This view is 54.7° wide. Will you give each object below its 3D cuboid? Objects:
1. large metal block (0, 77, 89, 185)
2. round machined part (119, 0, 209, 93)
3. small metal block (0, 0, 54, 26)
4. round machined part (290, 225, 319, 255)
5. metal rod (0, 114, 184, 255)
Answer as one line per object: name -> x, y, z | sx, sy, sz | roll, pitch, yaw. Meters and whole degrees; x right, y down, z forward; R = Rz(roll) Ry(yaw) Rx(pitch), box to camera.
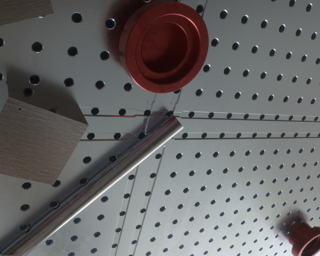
large metal block -> -0.135, 0.005, 0.324 | 0.080, 0.050, 0.080 | 23, 106, -37
round machined part -> 0.001, -0.091, 0.344 | 0.099, 0.042, 0.097 | -14, 124, -21
small metal block -> -0.126, -0.121, 0.267 | 0.050, 0.025, 0.050 | -21, 127, -16
round machined part -> 0.367, 0.283, 0.776 | 0.099, 0.042, 0.097 | -14, 124, -21
metal rod -> -0.093, 0.085, 0.413 | 0.300, 0.025, 0.025 | -39, 129, -2
